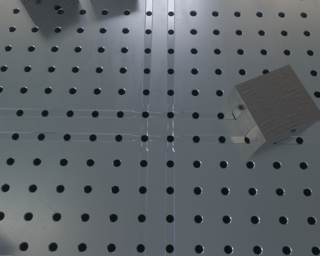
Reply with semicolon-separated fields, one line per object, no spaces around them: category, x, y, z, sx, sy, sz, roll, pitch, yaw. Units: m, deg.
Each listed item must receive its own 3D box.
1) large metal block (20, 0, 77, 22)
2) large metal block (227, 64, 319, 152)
large metal block;-0.187;-0.226;0.480;0.080;0.050;0.080;-32;73;-11
large metal block;0.147;-0.025;0.409;0.080;0.050;0.080;-22;72;-8
